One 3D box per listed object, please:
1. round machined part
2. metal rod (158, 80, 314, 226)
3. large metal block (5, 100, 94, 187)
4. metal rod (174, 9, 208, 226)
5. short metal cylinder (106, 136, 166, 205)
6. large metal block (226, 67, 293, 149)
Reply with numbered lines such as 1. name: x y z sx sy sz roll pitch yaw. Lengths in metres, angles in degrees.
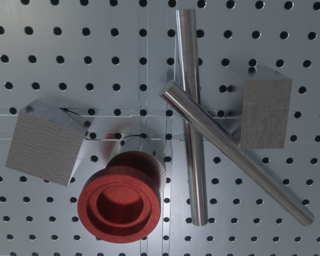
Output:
1. round machined part: -0.048 0.090 0.384 0.099 0.042 0.097 0 110 0
2. metal rod: 0.114 0.045 0.414 0.300 0.025 0.025 41 105 -20
3. large metal block: -0.143 0.019 0.406 0.080 0.050 0.079 20 109 -8
4. metal rod: 0.044 0.001 0.413 0.025 0.025 0.298 -6 110 2
5. short metal cylinder: -0.032 0.057 0.421 0.081 0.050 0.079 0 110 0
6. large metal block: 0.115 -0.027 0.375 0.050 0.080 0.079 -1 110 0
